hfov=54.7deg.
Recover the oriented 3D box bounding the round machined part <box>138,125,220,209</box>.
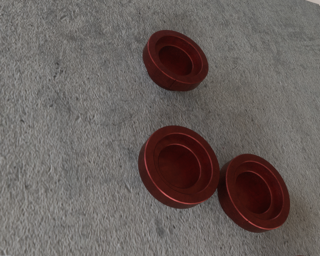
[{"bbox_3d":[0.019,0.049,0.373,0.099,0.042,0.098,14,56,-21],"label":"round machined part"}]

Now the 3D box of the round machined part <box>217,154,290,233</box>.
[{"bbox_3d":[0.115,0.086,0.402,0.099,0.042,0.098,14,56,-21],"label":"round machined part"}]

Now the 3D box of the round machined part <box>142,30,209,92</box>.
[{"bbox_3d":[0.019,-0.094,0.460,0.099,0.042,0.098,14,56,-21],"label":"round machined part"}]
